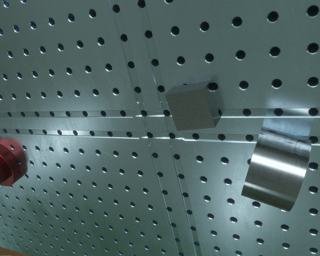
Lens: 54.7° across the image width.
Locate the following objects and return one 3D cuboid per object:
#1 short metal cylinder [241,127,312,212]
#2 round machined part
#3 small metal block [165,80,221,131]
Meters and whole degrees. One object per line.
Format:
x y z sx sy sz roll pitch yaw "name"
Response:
0.125 0.043 0.337 0.050 0.080 0.079 17 125 18 "short metal cylinder"
-0.335 0.080 0.626 0.098 0.042 0.097 13 124 21 "round machined part"
0.040 -0.026 0.374 0.050 0.025 0.050 -6 116 31 "small metal block"
